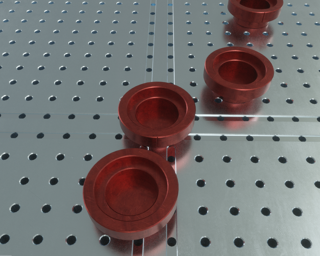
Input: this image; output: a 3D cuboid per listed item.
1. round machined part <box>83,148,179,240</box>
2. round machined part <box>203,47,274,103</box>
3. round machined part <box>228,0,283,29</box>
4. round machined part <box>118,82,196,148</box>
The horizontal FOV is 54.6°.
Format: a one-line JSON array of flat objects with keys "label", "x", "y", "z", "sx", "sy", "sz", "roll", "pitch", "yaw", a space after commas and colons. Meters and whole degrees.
[{"label": "round machined part", "x": -0.030, "y": 0.073, "z": 0.335, "sx": 0.099, "sy": 0.042, "sz": 0.098, "roll": 0, "pitch": 50, "yaw": 0}, {"label": "round machined part", "x": 0.114, "y": -0.075, "z": 0.460, "sx": 0.099, "sy": 0.042, "sz": 0.098, "roll": 0, "pitch": 50, "yaw": 0}, {"label": "round machined part", "x": 0.177, "y": -0.225, "z": 0.587, "sx": 0.099, "sy": 0.042, "sz": 0.098, "roll": 0, "pitch": 50, "yaw": 0}, {"label": "round machined part", "x": -0.004, "y": -0.013, "z": 0.408, "sx": 0.099, "sy": 0.042, "sz": 0.098, "roll": 0, "pitch": 50, "yaw": 0}]
